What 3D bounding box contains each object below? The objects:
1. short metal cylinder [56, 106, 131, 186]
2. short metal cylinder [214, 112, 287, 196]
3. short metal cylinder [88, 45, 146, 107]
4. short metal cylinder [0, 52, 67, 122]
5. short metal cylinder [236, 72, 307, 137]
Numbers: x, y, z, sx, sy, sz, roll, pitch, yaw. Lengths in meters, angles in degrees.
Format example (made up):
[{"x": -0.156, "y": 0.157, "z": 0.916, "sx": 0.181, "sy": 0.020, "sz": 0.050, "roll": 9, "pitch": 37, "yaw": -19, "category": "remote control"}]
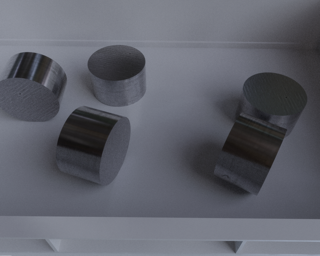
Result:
[{"x": -0.073, "y": 0.020, "z": 0.352, "sx": 0.050, "sy": 0.080, "sz": 0.080, "roll": 15, "pitch": 52, "yaw": 12, "category": "short metal cylinder"}, {"x": 0.101, "y": 0.028, "z": 0.347, "sx": 0.050, "sy": 0.080, "sz": 0.080, "roll": 24, "pitch": 54, "yaw": 19, "category": "short metal cylinder"}, {"x": -0.061, "y": -0.077, "z": 0.453, "sx": 0.081, "sy": 0.050, "sz": 0.080, "roll": 0, "pitch": 50, "yaw": 0, "category": "short metal cylinder"}, {"x": -0.170, "y": -0.053, "z": 0.412, "sx": 0.081, "sy": 0.080, "sz": 0.050, "roll": 0, "pitch": 50, "yaw": 0, "category": "short metal cylinder"}, {"x": 0.147, "y": -0.029, "z": 0.416, "sx": 0.081, "sy": 0.050, "sz": 0.080, "roll": 0, "pitch": 50, "yaw": 0, "category": "short metal cylinder"}]
